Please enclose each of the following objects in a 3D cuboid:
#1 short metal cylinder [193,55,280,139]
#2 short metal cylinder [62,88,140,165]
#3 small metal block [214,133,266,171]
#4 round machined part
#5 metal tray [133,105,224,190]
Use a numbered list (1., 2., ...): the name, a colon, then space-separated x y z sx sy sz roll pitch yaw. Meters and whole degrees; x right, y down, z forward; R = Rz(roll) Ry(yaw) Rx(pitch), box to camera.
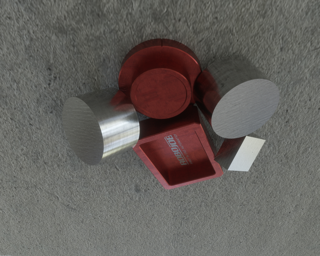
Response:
1. short metal cylinder: 0.085 -0.034 0.350 0.081 0.050 0.079 -12 134 -13
2. short metal cylinder: -0.070 -0.003 0.361 0.050 0.080 0.079 -23 146 -41
3. small metal block: 0.106 0.029 0.411 0.050 0.025 0.050 11 110 -44
4. round machined part: 0.001 -0.049 0.357 0.099 0.042 0.097 0 130 0
5. metal tray: 0.026 0.032 0.418 0.090 0.030 0.130 -17 138 14
